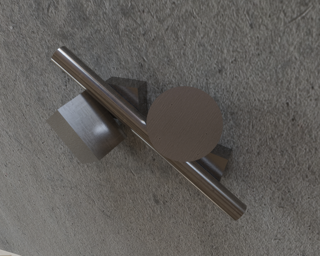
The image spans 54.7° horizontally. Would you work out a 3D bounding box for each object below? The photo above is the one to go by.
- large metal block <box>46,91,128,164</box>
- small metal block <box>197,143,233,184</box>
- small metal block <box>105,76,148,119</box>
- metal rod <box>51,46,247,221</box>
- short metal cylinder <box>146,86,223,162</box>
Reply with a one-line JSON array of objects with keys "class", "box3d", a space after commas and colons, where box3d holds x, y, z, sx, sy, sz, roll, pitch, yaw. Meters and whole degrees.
[{"class": "large metal block", "box3d": [-0.102, 0.001, 0.423, 0.080, 0.050, 0.080, 53, 151, -11]}, {"class": "small metal block", "box3d": [0.061, 0.043, 0.403, 0.050, 0.025, 0.050, 22, 127, 14]}, {"class": "small metal block", "box3d": [-0.044, -0.038, 0.407, 0.050, 0.025, 0.050, 12, 123, 21]}, {"class": "metal rod", "box3d": [-0.013, 0.007, 0.386, 0.300, 0.025, 0.025, 41, 129, -1]}, {"class": "short metal cylinder", "box3d": [0.025, -0.004, 0.349, 0.081, 0.050, 0.079, 0, 89, -2]}]
